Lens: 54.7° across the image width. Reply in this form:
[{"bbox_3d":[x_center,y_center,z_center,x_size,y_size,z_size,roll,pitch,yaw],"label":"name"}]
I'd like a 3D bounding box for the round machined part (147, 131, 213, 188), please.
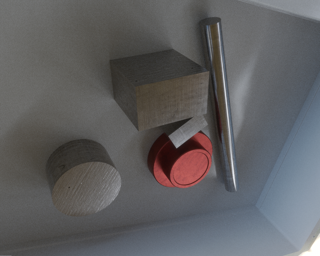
[{"bbox_3d":[0.035,0.048,0.448,0.099,0.042,0.097,-14,125,-21],"label":"round machined part"}]

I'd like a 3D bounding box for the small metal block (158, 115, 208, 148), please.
[{"bbox_3d":[0.025,-0.009,0.402,0.050,0.050,0.025,-37,130,-4],"label":"small metal block"}]

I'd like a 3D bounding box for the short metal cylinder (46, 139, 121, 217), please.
[{"bbox_3d":[-0.094,0.061,0.380,0.081,0.050,0.079,-14,125,-21],"label":"short metal cylinder"}]

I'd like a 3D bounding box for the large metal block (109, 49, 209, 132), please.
[{"bbox_3d":[-0.003,-0.046,0.344,0.081,0.080,0.050,-15,125,-20],"label":"large metal block"}]

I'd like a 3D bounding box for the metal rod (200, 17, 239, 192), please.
[{"bbox_3d":[0.093,-0.011,0.454,0.025,0.025,0.298,-26,128,-13],"label":"metal rod"}]
